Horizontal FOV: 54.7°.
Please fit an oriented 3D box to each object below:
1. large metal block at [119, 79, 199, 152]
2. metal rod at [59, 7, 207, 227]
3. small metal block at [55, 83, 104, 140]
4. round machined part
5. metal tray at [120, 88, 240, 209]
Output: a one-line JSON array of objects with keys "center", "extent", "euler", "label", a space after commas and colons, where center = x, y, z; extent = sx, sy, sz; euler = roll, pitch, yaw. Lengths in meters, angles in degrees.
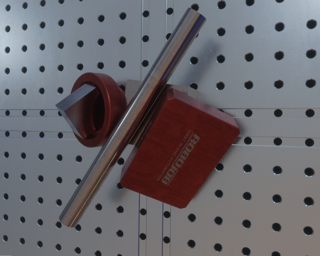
[{"center": [-0.001, -0.015, 0.398], "extent": [0.080, 0.050, 0.079], "euler": [10, 93, 19], "label": "large metal block"}, {"center": [-0.039, -0.004, 0.372], "extent": [0.025, 0.025, 0.299], "euler": [36, 101, 16], "label": "metal rod"}, {"center": [-0.098, -0.022, 0.403], "extent": [0.050, 0.050, 0.025], "euler": [-42, 43, -21], "label": "small metal block"}, {"center": [-0.079, -0.024, 0.416], "extent": [0.098, 0.042, 0.097], "euler": [4, 95, 44], "label": "round machined part"}, {"center": [0.020, 0.029, 0.366], "extent": [0.090, 0.030, 0.129], "euler": [24, 115, -14], "label": "metal tray"}]
